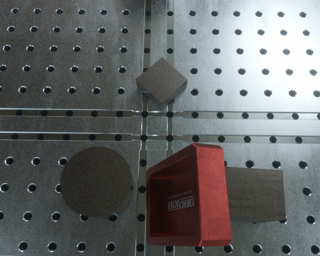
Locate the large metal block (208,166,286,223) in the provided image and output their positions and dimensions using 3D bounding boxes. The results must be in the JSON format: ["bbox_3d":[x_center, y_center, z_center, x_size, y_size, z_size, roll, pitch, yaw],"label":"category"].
[{"bbox_3d":[0.087,0.078,0.354,0.080,0.080,0.050,4,70,1],"label":"large metal block"}]

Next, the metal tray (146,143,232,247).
[{"bbox_3d":[0.022,0.076,0.327,0.030,0.129,0.090,7,69,-22],"label":"metal tray"}]

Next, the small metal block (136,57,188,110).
[{"bbox_3d":[0.003,-0.062,0.434,0.050,0.025,0.050,-42,76,-14],"label":"small metal block"}]

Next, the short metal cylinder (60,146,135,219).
[{"bbox_3d":[-0.072,0.067,0.373,0.081,0.050,0.080,0,70,0],"label":"short metal cylinder"}]
